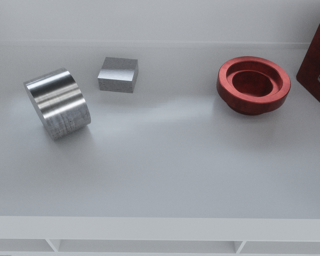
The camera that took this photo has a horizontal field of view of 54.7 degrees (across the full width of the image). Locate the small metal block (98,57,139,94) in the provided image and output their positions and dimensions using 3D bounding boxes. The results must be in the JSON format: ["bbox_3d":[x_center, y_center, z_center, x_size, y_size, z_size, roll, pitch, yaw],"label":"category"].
[{"bbox_3d":[-0.062,-0.081,0.472,0.050,0.025,0.050,6,50,4],"label":"small metal block"}]

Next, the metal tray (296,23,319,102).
[{"bbox_3d":[0.244,-0.092,0.417,0.030,0.129,0.090,-17,53,-14],"label":"metal tray"}]

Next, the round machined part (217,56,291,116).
[{"bbox_3d":[0.130,-0.056,0.443,0.099,0.042,0.098,0,50,0],"label":"round machined part"}]

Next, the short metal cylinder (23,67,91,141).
[{"bbox_3d":[-0.130,-0.030,0.393,0.050,0.080,0.080,-28,56,-22],"label":"short metal cylinder"}]
